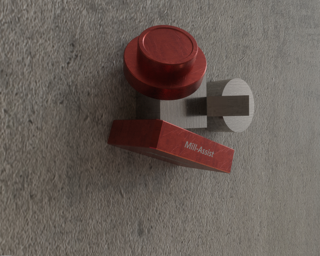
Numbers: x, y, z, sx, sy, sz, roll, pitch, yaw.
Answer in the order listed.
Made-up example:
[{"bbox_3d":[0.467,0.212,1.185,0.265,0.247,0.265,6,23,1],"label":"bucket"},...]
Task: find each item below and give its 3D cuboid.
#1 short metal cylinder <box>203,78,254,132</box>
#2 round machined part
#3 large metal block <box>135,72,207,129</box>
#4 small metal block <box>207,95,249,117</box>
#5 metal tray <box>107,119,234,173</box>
[{"bbox_3d":[0.099,-0.033,0.474,0.081,0.050,0.080,0,90,-40],"label":"short metal cylinder"},{"bbox_3d":[0.007,-0.083,0.363,0.098,0.098,0.042,-44,161,-31],"label":"round machined part"},{"bbox_3d":[0.015,-0.039,0.403,0.081,0.050,0.079,-2,92,-40],"label":"large metal block"},{"bbox_3d":[0.087,-0.029,0.403,0.050,0.050,0.025,-30,119,-80],"label":"small metal block"},{"bbox_3d":[0.015,0.023,0.376,0.131,0.090,0.030,21,77,-38],"label":"metal tray"}]
